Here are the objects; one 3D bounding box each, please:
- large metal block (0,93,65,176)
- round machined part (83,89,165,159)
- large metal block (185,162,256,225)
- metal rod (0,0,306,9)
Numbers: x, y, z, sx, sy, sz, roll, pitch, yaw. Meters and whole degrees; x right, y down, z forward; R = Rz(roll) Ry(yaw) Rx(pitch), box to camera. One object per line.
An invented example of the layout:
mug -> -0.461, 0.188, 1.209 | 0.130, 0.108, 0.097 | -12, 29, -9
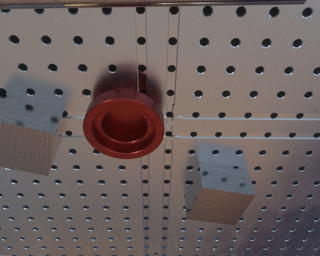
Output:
large metal block -> -0.176, 0.010, 0.402 | 0.081, 0.050, 0.079 | 14, 129, -12
round machined part -> -0.044, -0.009, 0.392 | 0.099, 0.042, 0.097 | 0, 130, 0
large metal block -> 0.090, 0.104, 0.485 | 0.081, 0.050, 0.079 | 10, 130, -9
metal rod -> -0.012, -0.130, 0.300 | 0.302, 0.025, 0.025 | -1, 130, 0
